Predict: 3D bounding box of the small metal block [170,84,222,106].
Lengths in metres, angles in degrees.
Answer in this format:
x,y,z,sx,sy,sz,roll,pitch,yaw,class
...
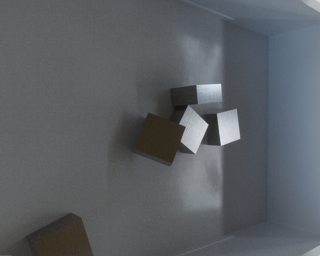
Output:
x,y,z,sx,sy,sz,roll,pitch,yaw,class
0.051,-0.046,0.435,0.050,0.050,0.025,-9,96,-40,small metal block

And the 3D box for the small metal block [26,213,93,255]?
x,y,z,sx,sy,sz,roll,pitch,yaw,class
-0.103,0.125,0.322,0.050,0.025,0.050,-23,105,-38,small metal block

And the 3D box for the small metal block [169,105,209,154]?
x,y,z,sx,sy,sz,roll,pitch,yaw,class
0.036,0.003,0.439,0.050,0.025,0.050,41,65,-33,small metal block

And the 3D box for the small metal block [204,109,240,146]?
x,y,z,sx,sy,sz,roll,pitch,yaw,class
0.100,-0.002,0.493,0.050,0.025,0.050,-15,100,-39,small metal block

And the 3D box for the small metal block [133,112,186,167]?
x,y,z,sx,sy,sz,roll,pitch,yaw,class
-0.001,0.015,0.391,0.050,0.025,0.050,21,73,1,small metal block
